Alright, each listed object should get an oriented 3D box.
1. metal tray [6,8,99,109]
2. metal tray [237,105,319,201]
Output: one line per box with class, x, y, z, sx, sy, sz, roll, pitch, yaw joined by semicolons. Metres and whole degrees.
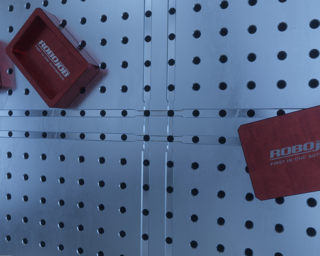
metal tray;-0.165;-0.104;0.468;0.090;0.030;0.130;-45;76;14
metal tray;0.165;0.025;0.352;0.130;0.030;0.090;-15;85;19
